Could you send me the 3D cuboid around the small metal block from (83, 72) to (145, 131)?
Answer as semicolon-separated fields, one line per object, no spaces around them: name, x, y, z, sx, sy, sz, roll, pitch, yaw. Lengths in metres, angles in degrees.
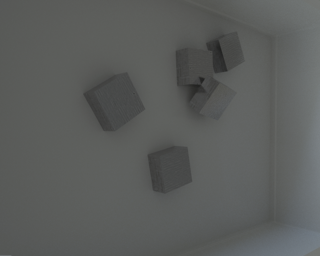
small metal block;-0.052;-0.031;0.363;0.050;0.025;0.050;-39;114;-33

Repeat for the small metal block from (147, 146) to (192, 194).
small metal block;0.014;0.055;0.418;0.050;0.025;0.050;-14;99;-39

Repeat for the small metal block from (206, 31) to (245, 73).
small metal block;0.105;-0.121;0.494;0.050;0.025;0.050;-32;110;-35

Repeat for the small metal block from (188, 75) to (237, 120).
small metal block;0.077;-0.043;0.452;0.050;0.025;0.050;16;112;-47

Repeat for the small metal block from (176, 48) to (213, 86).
small metal block;0.051;-0.087;0.449;0.050;0.025;0.050;-5;93;-40
